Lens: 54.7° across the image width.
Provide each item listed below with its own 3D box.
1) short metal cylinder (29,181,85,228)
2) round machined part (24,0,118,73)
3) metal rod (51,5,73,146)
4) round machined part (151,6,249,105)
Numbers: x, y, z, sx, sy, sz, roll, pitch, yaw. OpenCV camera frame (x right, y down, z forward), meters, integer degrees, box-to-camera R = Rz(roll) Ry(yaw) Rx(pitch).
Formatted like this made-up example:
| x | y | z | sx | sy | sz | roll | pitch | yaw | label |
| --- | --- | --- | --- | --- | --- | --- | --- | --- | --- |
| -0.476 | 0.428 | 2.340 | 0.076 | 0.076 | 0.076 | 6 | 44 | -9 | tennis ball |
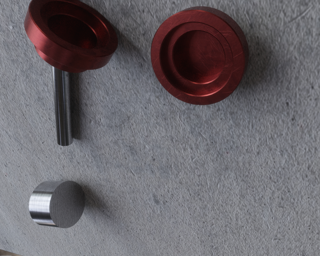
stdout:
| x | y | z | sx | sy | sz | roll | pitch | yaw | label |
| --- | --- | --- | --- | --- | --- | --- | --- | --- | --- |
| -0.180 | 0.133 | 0.545 | 0.050 | 0.080 | 0.080 | -5 | 116 | 30 | short metal cylinder |
| -0.101 | -0.101 | 0.349 | 0.098 | 0.098 | 0.042 | 41 | 129 | -1 | round machined part |
| -0.133 | -0.100 | 0.413 | 0.025 | 0.025 | 0.298 | 20 | 126 | 16 | metal rod |
| 0.043 | -0.076 | 0.325 | 0.098 | 0.042 | 0.097 | 13 | 124 | 20 | round machined part |
